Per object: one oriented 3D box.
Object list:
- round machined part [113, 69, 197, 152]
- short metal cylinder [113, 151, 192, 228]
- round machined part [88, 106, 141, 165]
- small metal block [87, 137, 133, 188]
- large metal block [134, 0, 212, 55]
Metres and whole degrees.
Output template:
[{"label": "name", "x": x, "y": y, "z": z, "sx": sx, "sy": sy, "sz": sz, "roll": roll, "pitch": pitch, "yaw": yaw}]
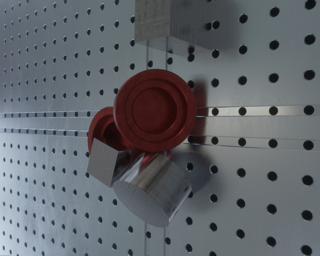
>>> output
[{"label": "round machined part", "x": -0.008, "y": -0.021, "z": 0.381, "sx": 0.042, "sy": 0.099, "sz": 0.097, "roll": -166, "pitch": 79, "yaw": -75}, {"label": "short metal cylinder", "x": -0.009, "y": 0.074, "z": 0.375, "sx": 0.080, "sy": 0.050, "sz": 0.080, "roll": 26, "pitch": 144, "yaw": 22}, {"label": "round machined part", "x": -0.057, "y": 0.019, "z": 0.445, "sx": 0.098, "sy": 0.042, "sz": 0.097, "roll": 0, "pitch": 90, "yaw": 40}, {"label": "small metal block", "x": -0.067, "y": 0.044, "z": 0.411, "sx": 0.050, "sy": 0.025, "sz": 0.050, "roll": 24, "pitch": 105, "yaw": 37}, {"label": "large metal block", "x": 0.017, "y": -0.134, "z": 0.359, "sx": 0.050, "sy": 0.081, "sz": 0.079, "roll": 2, "pitch": 92, "yaw": 40}]
